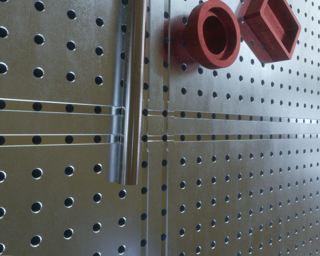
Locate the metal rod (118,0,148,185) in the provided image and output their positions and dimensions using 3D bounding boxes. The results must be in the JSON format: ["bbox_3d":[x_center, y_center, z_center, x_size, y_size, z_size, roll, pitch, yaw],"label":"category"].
[{"bbox_3d":[-0.032,-0.081,0.383,0.025,0.025,0.298,4,87,-40],"label":"metal rod"}]

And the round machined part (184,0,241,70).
[{"bbox_3d":[0.074,-0.136,0.462,0.099,0.042,0.097,0,90,-40],"label":"round machined part"}]

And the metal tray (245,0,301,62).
[{"bbox_3d":[0.221,-0.202,0.593,0.130,0.030,0.090,39,66,-34],"label":"metal tray"}]
